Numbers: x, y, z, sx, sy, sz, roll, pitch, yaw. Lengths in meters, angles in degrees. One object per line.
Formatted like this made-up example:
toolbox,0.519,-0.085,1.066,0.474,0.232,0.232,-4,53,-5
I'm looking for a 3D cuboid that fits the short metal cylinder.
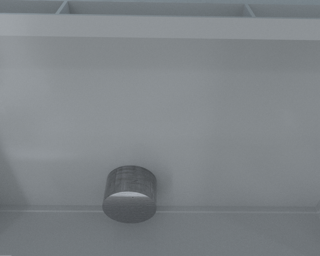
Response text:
short metal cylinder,-0.045,0.104,0.480,0.080,0.050,0.080,0,130,0
